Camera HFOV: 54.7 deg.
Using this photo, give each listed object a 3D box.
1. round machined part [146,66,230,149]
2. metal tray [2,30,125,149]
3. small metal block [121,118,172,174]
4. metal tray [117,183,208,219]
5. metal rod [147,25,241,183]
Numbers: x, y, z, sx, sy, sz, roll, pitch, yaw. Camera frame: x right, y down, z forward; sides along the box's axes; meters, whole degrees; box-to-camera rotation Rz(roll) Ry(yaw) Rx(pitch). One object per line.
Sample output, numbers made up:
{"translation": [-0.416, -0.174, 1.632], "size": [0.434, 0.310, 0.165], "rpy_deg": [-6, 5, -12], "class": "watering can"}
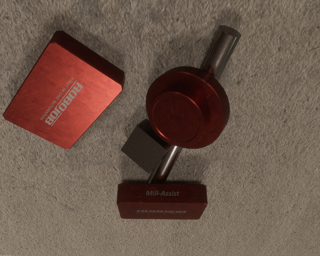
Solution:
{"translation": [0.026, -0.018, 0.354], "size": [0.098, 0.042, 0.097], "rpy_deg": [14, 124, 23], "class": "round machined part"}
{"translation": [-0.115, -0.038, 0.370], "size": [0.090, 0.030, 0.129], "rpy_deg": [32, 123, -25], "class": "metal tray"}
{"translation": [-0.017, 0.024, 0.414], "size": [0.050, 0.025, 0.050], "rpy_deg": [40, 125, 6], "class": "small metal block"}
{"translation": [0.002, 0.117, 0.485], "size": [0.131, 0.030, 0.090], "rpy_deg": [1, 149, -2], "class": "metal tray"}
{"translation": [0.027, 0.007, 0.413], "size": [0.025, 0.025, 0.298], "rpy_deg": [14, 129, -12], "class": "metal rod"}
